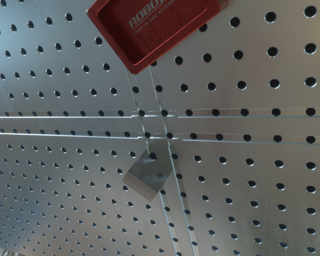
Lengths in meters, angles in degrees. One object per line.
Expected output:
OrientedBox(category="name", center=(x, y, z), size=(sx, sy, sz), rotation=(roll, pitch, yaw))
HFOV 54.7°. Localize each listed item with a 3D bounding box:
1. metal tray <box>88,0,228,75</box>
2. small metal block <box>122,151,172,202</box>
OrientedBox(category="metal tray", center=(-0.007, -0.127, 0.331), size=(0.130, 0.030, 0.090), rotation=(-29, 103, 37))
OrientedBox(category="small metal block", center=(-0.018, 0.069, 0.446), size=(0.050, 0.050, 0.025), rotation=(36, 129, 4))
